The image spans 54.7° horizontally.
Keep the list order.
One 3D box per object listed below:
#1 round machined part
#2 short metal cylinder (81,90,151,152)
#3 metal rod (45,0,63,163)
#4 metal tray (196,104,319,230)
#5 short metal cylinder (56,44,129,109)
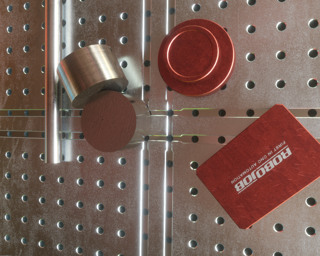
[{"bbox_3d":[0.043,-0.089,0.388,0.098,0.042,0.097,0,90,20],"label":"round machined part"},{"bbox_3d":[-0.058,-0.009,0.420,0.080,0.050,0.080,0,90,20],"label":"short metal cylinder"},{"bbox_3d":[-0.161,-0.097,0.469,0.025,0.025,0.298,0,90,20],"label":"metal rod"},{"bbox_3d":[0.120,0.045,0.367,0.130,0.030,0.090,-42,77,15],"label":"metal tray"},{"bbox_3d":[-0.089,-0.067,0.415,0.080,0.080,0.050,-30,80,17],"label":"short metal cylinder"}]
